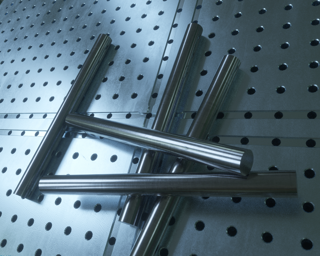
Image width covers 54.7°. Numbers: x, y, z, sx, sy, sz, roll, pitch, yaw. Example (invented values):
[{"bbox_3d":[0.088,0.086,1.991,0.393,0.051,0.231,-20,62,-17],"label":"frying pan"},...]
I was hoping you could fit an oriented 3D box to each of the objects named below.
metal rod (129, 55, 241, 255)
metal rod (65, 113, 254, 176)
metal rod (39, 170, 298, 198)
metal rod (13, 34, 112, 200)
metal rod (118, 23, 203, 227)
[{"bbox_3d":[0.031,0.038,0.367,0.025,0.025,0.300,15,69,34],"label":"metal rod"},{"bbox_3d":[-0.029,0.010,0.385,0.300,0.025,0.025,11,67,43],"label":"metal rod"},{"bbox_3d":[-0.013,0.062,0.341,0.301,0.025,0.025,-5,60,25],"label":"metal rod"},{"bbox_3d":[-0.149,-0.030,0.502,0.025,0.025,0.300,8,66,31],"label":"metal rod"},{"bbox_3d":[0.008,-0.020,0.414,0.025,0.025,0.300,5,64,30],"label":"metal rod"}]
